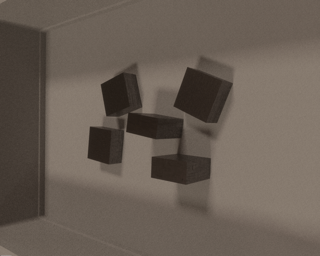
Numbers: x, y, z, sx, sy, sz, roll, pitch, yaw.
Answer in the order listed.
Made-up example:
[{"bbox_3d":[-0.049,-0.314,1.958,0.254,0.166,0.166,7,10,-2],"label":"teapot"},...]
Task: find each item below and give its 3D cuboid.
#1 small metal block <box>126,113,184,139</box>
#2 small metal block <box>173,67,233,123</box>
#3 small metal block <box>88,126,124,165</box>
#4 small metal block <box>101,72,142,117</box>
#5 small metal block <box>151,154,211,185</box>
[{"bbox_3d":[-0.006,-0.003,0.394,0.050,0.050,0.025,12,98,39],"label":"small metal block"},{"bbox_3d":[0.050,-0.039,0.364,0.050,0.025,0.050,30,109,35],"label":"small metal block"},{"bbox_3d":[-0.083,0.025,0.473,0.050,0.025,0.050,9,96,39],"label":"small metal block"},{"bbox_3d":[-0.057,-0.047,0.451,0.050,0.025,0.050,-19,78,38],"label":"small metal block"},{"bbox_3d":[0.025,0.047,0.368,0.050,0.050,0.025,4,93,39],"label":"small metal block"}]
